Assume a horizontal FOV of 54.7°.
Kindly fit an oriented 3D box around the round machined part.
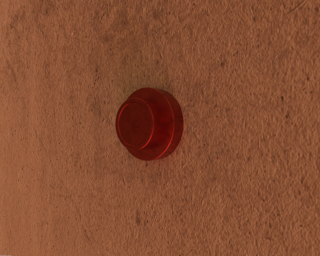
[{"bbox_3d":[-0.021,-0.005,0.410,0.098,0.042,0.097,0,90,39],"label":"round machined part"}]
